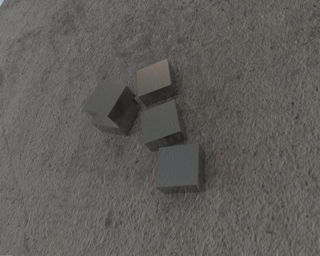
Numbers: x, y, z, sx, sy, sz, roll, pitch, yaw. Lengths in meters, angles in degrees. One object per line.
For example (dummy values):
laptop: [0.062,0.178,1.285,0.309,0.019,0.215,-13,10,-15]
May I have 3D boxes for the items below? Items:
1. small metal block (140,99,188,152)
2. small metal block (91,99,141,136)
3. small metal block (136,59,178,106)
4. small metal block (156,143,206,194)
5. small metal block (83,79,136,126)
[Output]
small metal block: [0.004,-0.003,0.403,0.050,0.025,0.050,-20,54,16]
small metal block: [-0.063,-0.019,0.449,0.050,0.025,0.050,9,66,32]
small metal block: [-0.005,-0.066,0.447,0.050,0.025,0.050,-19,54,17]
small metal block: [0.025,0.048,0.361,0.050,0.025,0.050,-9,58,23]
small metal block: [-0.071,-0.036,0.431,0.050,0.025,0.050,18,71,35]
